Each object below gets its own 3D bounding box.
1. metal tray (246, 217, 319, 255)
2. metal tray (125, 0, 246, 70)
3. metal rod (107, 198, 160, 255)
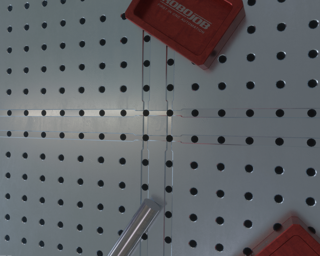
[{"bbox_3d":[0.143,0.180,0.359,0.090,0.030,0.130,46,104,14],"label":"metal tray"},{"bbox_3d":[0.030,-0.148,0.399,0.130,0.030,0.090,37,102,16],"label":"metal tray"},{"bbox_3d":[-0.090,0.226,0.444,0.025,0.025,0.299,36,101,16],"label":"metal rod"}]
